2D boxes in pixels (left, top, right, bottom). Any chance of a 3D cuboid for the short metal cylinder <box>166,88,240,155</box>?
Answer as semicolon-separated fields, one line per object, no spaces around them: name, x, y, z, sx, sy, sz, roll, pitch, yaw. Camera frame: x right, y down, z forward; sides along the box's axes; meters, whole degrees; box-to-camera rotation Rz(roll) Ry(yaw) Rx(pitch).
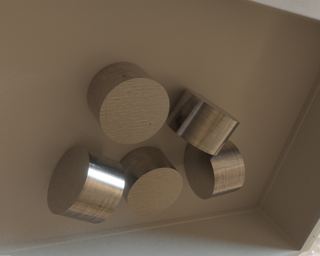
short metal cylinder;0.055;-0.009;0.399;0.080;0.080;0.050;24;105;-37

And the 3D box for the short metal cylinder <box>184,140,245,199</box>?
short metal cylinder;0.077;0.059;0.451;0.050;0.080;0.079;-9;122;-24

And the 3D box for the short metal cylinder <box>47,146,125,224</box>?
short metal cylinder;-0.087;0.067;0.365;0.050;0.080;0.080;31;101;-38

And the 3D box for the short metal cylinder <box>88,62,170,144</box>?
short metal cylinder;-0.036;-0.029;0.354;0.081;0.050;0.079;-14;125;-21

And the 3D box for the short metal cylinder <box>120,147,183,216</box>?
short metal cylinder;-0.016;0.073;0.429;0.081;0.050;0.079;-14;125;-21
